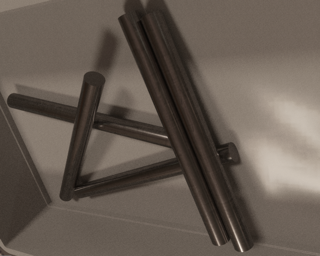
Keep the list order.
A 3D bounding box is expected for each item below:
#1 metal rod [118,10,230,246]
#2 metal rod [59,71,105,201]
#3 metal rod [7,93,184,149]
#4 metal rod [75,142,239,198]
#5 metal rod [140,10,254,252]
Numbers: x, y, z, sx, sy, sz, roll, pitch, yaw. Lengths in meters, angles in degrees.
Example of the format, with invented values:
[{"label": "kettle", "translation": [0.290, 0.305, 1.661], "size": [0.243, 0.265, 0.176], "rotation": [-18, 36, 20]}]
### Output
[{"label": "metal rod", "translation": [0.021, 0.008, 0.373], "size": [0.025, 0.025, 0.299], "rotation": [-16, 102, 34]}, {"label": "metal rod", "translation": [-0.125, 0.034, 0.468], "size": [0.025, 0.025, 0.298], "rotation": [34, 136, 5]}, {"label": "metal rod", "translation": [-0.101, -0.013, 0.451], "size": [0.301, 0.025, 0.025], "rotation": [13, 124, 20]}, {"label": "metal rod", "translation": [-0.026, 0.071, 0.464], "size": [0.300, 0.025, 0.025], "rotation": [-20, 108, 35]}, {"label": "metal rod", "translation": [0.048, 0.012, 0.363], "size": [0.025, 0.025, 0.299], "rotation": [-16, 102, 34]}]
